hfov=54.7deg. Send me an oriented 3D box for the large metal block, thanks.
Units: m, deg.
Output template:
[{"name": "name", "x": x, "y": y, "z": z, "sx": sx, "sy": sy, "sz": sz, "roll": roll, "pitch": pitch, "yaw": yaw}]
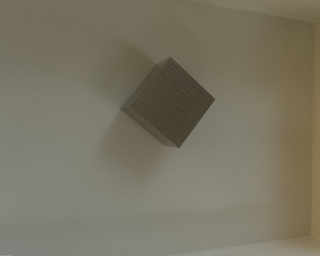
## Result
[{"name": "large metal block", "x": 0.010, "y": -0.031, "z": 0.402, "sx": 0.080, "sy": 0.050, "sz": 0.080, "roll": 41, "pitch": 77, "yaw": -16}]
